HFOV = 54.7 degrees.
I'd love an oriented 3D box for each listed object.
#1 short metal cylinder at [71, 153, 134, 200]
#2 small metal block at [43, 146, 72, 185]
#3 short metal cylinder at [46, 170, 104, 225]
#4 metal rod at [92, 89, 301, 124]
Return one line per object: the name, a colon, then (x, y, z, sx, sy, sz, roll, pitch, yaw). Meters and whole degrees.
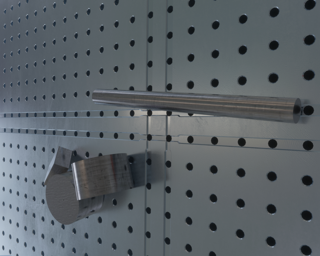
short metal cylinder: (-0.081, 0.069, 0.440, 0.080, 0.081, 0.050, -20, 78, 38)
small metal block: (-0.177, 0.068, 0.540, 0.050, 0.025, 0.050, -57, 23, 24)
short metal cylinder: (-0.139, 0.109, 0.501, 0.080, 0.050, 0.079, 5, 98, 34)
metal rod: (0.018, -0.033, 0.394, 0.300, 0.025, 0.025, 8, 95, 39)
